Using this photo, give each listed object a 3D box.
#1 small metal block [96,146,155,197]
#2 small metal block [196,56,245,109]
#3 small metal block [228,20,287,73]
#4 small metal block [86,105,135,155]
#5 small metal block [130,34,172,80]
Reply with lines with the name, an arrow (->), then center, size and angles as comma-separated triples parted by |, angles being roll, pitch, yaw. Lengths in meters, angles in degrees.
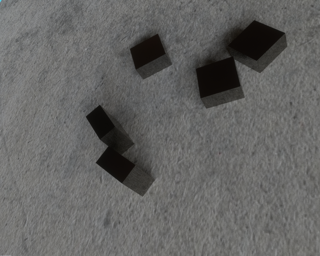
small metal block -> -0.041, 0.053, 0.376 | 0.050, 0.050, 0.025 | 29, 78, 37
small metal block -> 0.077, -0.058, 0.399 | 0.050, 0.025, 0.050 | -16, 55, 18
small metal block -> 0.126, -0.106, 0.402 | 0.050, 0.025, 0.050 | -44, 51, -3
small metal block -> -0.067, 0.003, 0.420 | 0.025, 0.050, 0.050 | -41, 51, 1
small metal block -> -0.014, -0.110, 0.478 | 0.050, 0.025, 0.050 | -26, 53, 12
